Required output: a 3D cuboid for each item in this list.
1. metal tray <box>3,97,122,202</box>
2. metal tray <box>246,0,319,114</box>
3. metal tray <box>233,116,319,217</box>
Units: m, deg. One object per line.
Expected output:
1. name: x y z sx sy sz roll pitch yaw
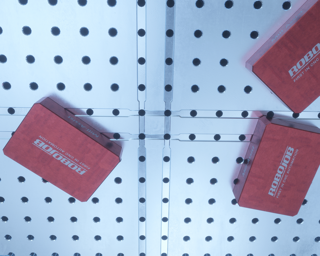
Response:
1. metal tray: -0.129 0.031 0.421 0.130 0.030 0.090 36 106 -13
2. metal tray: 0.185 -0.093 0.379 0.090 0.030 0.130 40 105 -14
3. metal tray: 0.167 0.056 0.434 0.091 0.030 0.129 12 110 -5
